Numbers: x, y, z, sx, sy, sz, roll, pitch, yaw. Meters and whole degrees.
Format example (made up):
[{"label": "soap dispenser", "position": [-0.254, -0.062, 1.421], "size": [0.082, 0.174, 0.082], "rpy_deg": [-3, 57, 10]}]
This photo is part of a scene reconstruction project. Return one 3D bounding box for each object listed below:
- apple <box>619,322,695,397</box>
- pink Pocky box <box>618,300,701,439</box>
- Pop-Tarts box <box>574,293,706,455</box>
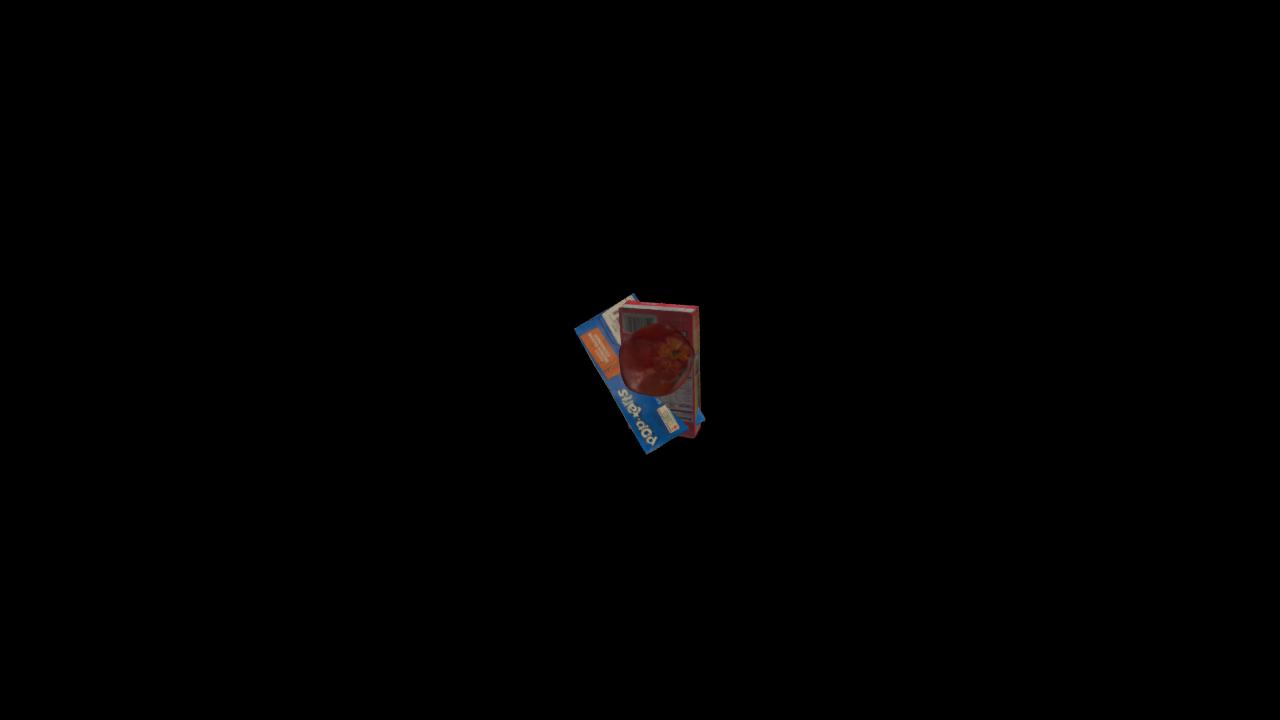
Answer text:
[{"label": "apple", "position": [0.018, -0.001, 0.648], "size": [0.079, 0.079, 0.093], "rpy_deg": [0, -10, -19]}, {"label": "pink Pocky box", "position": [0.024, 0.012, 0.685], "size": [0.084, 0.155, 0.029], "rpy_deg": [6, 27, 20]}, {"label": "Pop-Tarts box", "position": [0.001, 0.011, 0.754], "size": [0.083, 0.167, 0.141], "rpy_deg": [-29, 4, 3]}]
